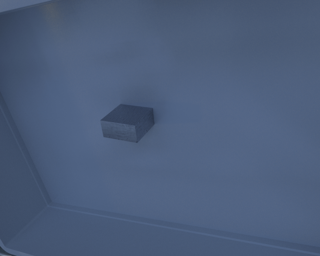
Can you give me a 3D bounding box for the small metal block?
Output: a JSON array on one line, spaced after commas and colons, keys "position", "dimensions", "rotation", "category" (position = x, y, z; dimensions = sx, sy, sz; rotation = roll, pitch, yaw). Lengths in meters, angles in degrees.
[{"position": [-0.042, -0.007, 0.408], "dimensions": [0.050, 0.050, 0.025], "rotation": [9, 122, 23], "category": "small metal block"}]
